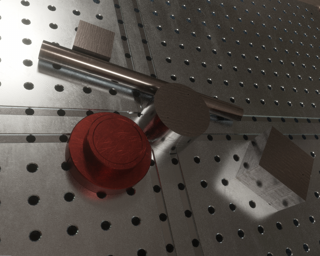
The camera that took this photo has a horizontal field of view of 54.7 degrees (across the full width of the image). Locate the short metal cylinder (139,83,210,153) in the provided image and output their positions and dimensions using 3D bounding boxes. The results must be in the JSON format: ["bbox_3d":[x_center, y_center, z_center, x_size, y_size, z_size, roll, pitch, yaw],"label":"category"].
[{"bbox_3d":[0.019,-0.013,0.412,0.081,0.050,0.080,14,56,-21],"label":"short metal cylinder"}]

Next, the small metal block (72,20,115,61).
[{"bbox_3d":[-0.093,-0.116,0.430,0.050,0.025,0.050,16,55,-20],"label":"small metal block"}]

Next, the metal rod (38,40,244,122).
[{"bbox_3d":[-0.012,-0.060,0.439,0.302,0.025,0.025,16,55,-20],"label":"metal rod"}]

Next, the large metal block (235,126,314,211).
[{"bbox_3d":[0.168,0.058,0.449,0.080,0.050,0.080,38,51,-3],"label":"large metal block"}]

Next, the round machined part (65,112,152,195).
[{"bbox_3d":[-0.054,0.023,0.355,0.099,0.042,0.098,14,56,-21],"label":"round machined part"}]
